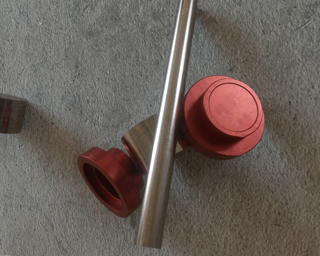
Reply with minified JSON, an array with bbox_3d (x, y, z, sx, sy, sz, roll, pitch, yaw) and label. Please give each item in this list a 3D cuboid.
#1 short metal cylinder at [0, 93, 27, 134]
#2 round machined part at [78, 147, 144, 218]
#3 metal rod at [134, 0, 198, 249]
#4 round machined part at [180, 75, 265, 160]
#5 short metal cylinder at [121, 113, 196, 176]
[{"bbox_3d":[-0.247,-0.025,0.465,0.080,0.080,0.050,15,95,19],"label":"short metal cylinder"},{"bbox_3d":[-0.059,0.065,0.402,0.098,0.042,0.097,32,143,29],"label":"round machined part"},{"bbox_3d":[0.012,-0.027,0.341,0.025,0.025,0.299,2,66,19],"label":"metal rod"},{"bbox_3d":[0.074,-0.016,0.347,0.099,0.042,0.098,5,70,-13],"label":"round machined part"},{"bbox_3d":[0.000,0.017,0.379,0.080,0.080,0.050,-33,80,17],"label":"short metal cylinder"}]
